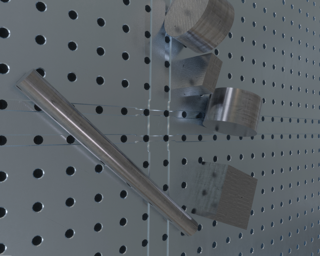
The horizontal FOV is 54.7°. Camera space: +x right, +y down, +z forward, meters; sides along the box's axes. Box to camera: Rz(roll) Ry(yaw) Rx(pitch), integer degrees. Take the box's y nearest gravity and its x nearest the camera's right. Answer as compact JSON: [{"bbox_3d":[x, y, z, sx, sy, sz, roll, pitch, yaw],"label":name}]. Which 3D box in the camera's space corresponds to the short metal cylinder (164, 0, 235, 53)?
[{"bbox_3d":[0.052,-0.148,0.417,0.050,0.080,0.080,22,76,-38],"label":"short metal cylinder"}]

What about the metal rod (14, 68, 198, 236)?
[{"bbox_3d":[-0.043,0.048,0.373,0.300,0.025,0.025,48,62,-30],"label":"metal rod"}]

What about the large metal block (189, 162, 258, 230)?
[{"bbox_3d":[0.099,0.104,0.477,0.080,0.050,0.080,28,73,-37],"label":"large metal block"}]

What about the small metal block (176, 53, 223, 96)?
[{"bbox_3d":[0.056,-0.075,0.440,0.025,0.050,0.050,29,72,-37],"label":"small metal block"}]

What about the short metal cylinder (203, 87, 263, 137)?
[{"bbox_3d":[0.109,-0.022,0.465,0.080,0.080,0.050,23,76,-38],"label":"short metal cylinder"}]
